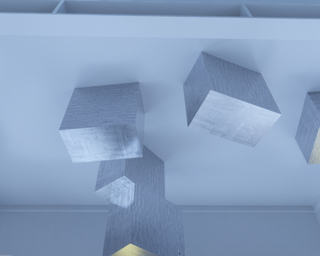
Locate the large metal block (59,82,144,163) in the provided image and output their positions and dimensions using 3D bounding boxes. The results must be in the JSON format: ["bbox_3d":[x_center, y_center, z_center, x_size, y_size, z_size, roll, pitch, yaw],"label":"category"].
[{"bbox_3d":[-0.062,-0.008,0.365,0.080,0.080,0.050,-5,130,4],"label":"large metal block"}]

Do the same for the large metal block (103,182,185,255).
[{"bbox_3d":[-0.017,0.126,0.375,0.080,0.080,0.050,34,122,-26],"label":"large metal block"}]

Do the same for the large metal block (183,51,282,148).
[{"bbox_3d":[0.075,-0.033,0.346,0.081,0.080,0.050,17,128,-14],"label":"large metal block"}]

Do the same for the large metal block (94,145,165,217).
[{"bbox_3d":[-0.038,0.066,0.429,0.050,0.080,0.080,-31,124,23],"label":"large metal block"}]

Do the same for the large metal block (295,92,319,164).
[{"bbox_3d":[0.229,-0.002,0.395,0.080,0.050,0.080,-4,130,3],"label":"large metal block"}]
